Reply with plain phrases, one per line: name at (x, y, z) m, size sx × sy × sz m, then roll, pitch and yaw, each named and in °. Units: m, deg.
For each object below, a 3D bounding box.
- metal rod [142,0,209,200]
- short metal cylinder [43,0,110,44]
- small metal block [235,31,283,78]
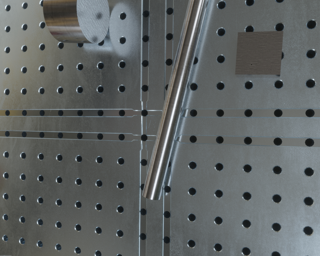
metal rod at (0.023, -0.052, 0.403) m, size 0.025 × 0.025 × 0.298 m, roll 15°, pitch 95°, yaw 19°
short metal cylinder at (-0.111, -0.157, 0.421) m, size 0.050 × 0.080 × 0.079 m, roll 7°, pitch 92°, yaw 19°
small metal block at (0.119, -0.087, 0.371) m, size 0.050 × 0.025 × 0.050 m, roll 4°, pitch 91°, yaw 19°
